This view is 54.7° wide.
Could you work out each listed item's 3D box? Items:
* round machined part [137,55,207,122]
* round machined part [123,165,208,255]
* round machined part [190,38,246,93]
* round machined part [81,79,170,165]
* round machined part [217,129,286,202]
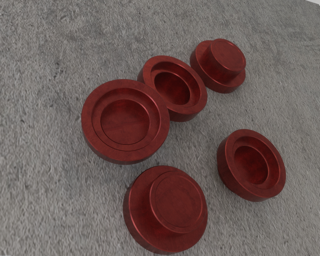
[{"bbox_3d":[0.013,-0.049,0.427,0.099,0.042,0.098,16,52,-22],"label":"round machined part"},{"bbox_3d":[0.012,0.087,0.346,0.099,0.042,0.098,14,56,-21],"label":"round machined part"},{"bbox_3d":[0.103,-0.109,0.515,0.099,0.042,0.098,14,56,-21],"label":"round machined part"},{"bbox_3d":[-0.041,-0.005,0.363,0.099,0.042,0.098,4,70,-12],"label":"round machined part"},{"bbox_3d":[0.119,0.054,0.424,0.099,0.042,0.098,14,56,-21],"label":"round machined part"}]
